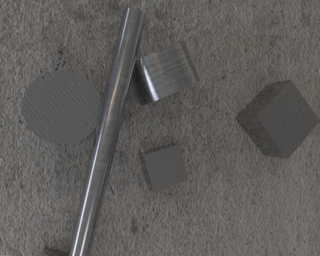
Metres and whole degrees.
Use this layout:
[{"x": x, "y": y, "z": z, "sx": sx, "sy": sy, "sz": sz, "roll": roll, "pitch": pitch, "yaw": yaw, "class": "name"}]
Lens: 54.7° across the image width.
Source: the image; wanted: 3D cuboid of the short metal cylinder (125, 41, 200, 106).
[{"x": 0.003, "y": -0.067, "z": 0.381, "sx": 0.081, "sy": 0.080, "sz": 0.050, "roll": -27, "pitch": 99, "yaw": -18, "class": "short metal cylinder"}]

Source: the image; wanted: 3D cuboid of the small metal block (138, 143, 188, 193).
[{"x": 0.004, "y": 0.051, "z": 0.411, "sx": 0.050, "sy": 0.025, "sz": 0.050, "roll": -16, "pitch": 96, "yaw": -19, "class": "small metal block"}]

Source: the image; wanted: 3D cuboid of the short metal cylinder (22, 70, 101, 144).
[{"x": -0.112, "y": -0.022, "z": 0.355, "sx": 0.081, "sy": 0.050, "sz": 0.080, "roll": 0, "pitch": 90, "yaw": -20, "class": "short metal cylinder"}]

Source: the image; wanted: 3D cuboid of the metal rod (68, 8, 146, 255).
[{"x": -0.061, "y": 0.020, "z": 0.342, "sx": 0.025, "sy": 0.025, "sz": 0.298, "roll": 12, "pitch": 92, "yaw": -20, "class": "metal rod"}]

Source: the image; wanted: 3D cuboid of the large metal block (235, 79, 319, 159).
[{"x": 0.175, "y": -0.013, "z": 0.461, "sx": 0.080, "sy": 0.050, "sz": 0.080, "roll": -45, "pitch": 104, "yaw": -15, "class": "large metal block"}]

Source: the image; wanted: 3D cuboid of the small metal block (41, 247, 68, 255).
[{"x": -0.121, "y": 0.175, "z": 0.365, "sx": 0.050, "sy": 0.025, "sz": 0.050, "roll": 23, "pitch": 82, "yaw": -19, "class": "small metal block"}]
